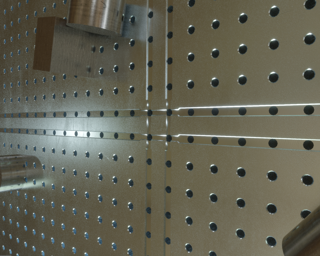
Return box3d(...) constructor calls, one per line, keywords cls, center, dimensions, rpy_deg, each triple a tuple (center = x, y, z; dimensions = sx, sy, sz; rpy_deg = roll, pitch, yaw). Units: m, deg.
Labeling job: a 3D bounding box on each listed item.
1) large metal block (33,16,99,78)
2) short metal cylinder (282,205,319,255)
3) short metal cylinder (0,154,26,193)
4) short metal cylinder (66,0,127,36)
box3d(cls="large metal block", center=(-0.149, -0.127, 0.497), dimensions=(0.050, 0.081, 0.079), rpy_deg=(14, 99, 39))
box3d(cls="short metal cylinder", center=(0.149, 0.105, 0.250), dimensions=(0.080, 0.081, 0.050), rpy_deg=(48, 119, 29))
box3d(cls="short metal cylinder", center=(-0.334, 0.099, 0.669), dimensions=(0.080, 0.050, 0.079), rpy_deg=(0, 90, 40))
box3d(cls="short metal cylinder", center=(-0.092, -0.167, 0.449), dimensions=(0.080, 0.081, 0.050), rpy_deg=(17, 101, 39))
